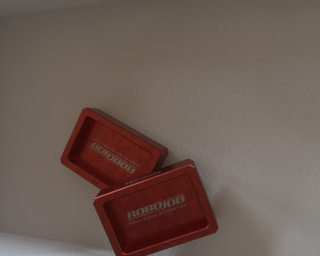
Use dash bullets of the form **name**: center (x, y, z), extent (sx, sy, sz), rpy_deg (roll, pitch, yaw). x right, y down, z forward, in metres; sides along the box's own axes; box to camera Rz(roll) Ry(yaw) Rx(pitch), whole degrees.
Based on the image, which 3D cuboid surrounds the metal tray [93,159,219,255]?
- **metal tray**: center (-0.005, 0.103, 0.384), extent (0.130, 0.030, 0.090), rpy_deg (-21, 96, 6)

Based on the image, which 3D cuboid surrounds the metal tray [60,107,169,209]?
- **metal tray**: center (-0.065, 0.039, 0.429), extent (0.130, 0.030, 0.090), rpy_deg (29, 99, 17)
